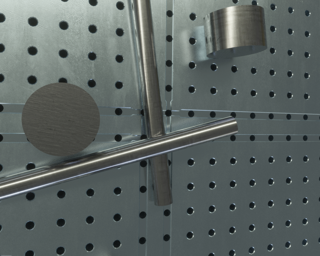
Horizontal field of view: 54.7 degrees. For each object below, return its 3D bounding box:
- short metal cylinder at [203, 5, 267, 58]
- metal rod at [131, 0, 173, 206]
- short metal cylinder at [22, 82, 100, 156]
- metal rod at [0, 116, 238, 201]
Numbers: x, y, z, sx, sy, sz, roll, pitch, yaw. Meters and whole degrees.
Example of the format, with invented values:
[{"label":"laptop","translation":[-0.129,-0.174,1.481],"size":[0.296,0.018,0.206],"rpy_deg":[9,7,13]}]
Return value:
[{"label":"short metal cylinder","translation":[0.101,-0.128,0.421],"size":[0.081,0.080,0.050],"rpy_deg":[-6,93,-20]},{"label":"metal rod","translation":[-0.012,-0.048,0.408],"size":[0.025,0.025,0.298],"rpy_deg":[-7,93,-20]},{"label":"short metal cylinder","translation":[-0.114,-0.009,0.357],"size":[0.081,0.050,0.079],"rpy_deg":[0,90,-20]},{"label":"metal rod","translation":[-0.047,0.034,0.374],"size":[0.302,0.025,0.025],"rpy_deg":[-15,95,-12]}]
